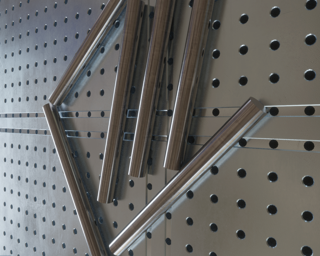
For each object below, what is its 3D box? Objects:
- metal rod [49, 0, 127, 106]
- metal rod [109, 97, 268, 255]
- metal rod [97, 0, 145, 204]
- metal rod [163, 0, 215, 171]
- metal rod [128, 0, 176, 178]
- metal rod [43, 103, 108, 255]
[{"bbox_3d":[-0.104,-0.144,0.496,0.299,0.025,0.025,-47,62,30],"label":"metal rod"},{"bbox_3d":[0.019,0.077,0.394,0.299,0.025,0.025,-50,60,28],"label":"metal rod"},{"bbox_3d":[-0.059,-0.033,0.459,0.025,0.025,0.298,17,101,39],"label":"metal rod"},{"bbox_3d":[0.042,-0.095,0.375,0.025,0.025,0.298,17,101,39],"label":"metal rod"},{"bbox_3d":[-0.007,-0.080,0.416,0.025,0.025,0.298,17,101,39],"label":"metal rod"},{"bbox_3d":[-0.148,0.088,0.533,0.025,0.025,0.299,-38,67,33],"label":"metal rod"}]
